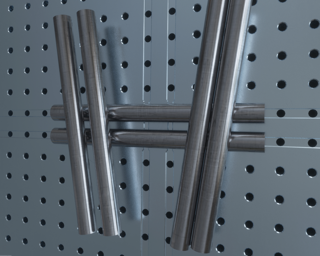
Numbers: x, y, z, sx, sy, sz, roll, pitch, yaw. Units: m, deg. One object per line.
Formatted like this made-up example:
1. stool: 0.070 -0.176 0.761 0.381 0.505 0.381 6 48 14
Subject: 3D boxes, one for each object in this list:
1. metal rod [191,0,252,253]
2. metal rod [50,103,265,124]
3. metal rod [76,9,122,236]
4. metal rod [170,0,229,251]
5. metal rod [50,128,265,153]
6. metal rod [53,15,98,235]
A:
1. metal rod: 0.071 -0.004 0.362 0.025 0.025 0.298 10 93 20
2. metal rod: -0.017 -0.020 0.420 0.301 0.025 0.025 1 91 20
3. metal rod: -0.082 -0.009 0.416 0.025 0.025 0.299 -8 87 20
4. metal rod: 0.047 -0.003 0.371 0.025 0.025 0.298 10 93 20
5. metal rod: -0.016 0.014 0.419 0.301 0.025 0.025 1 91 20
6. metal rod: -0.117 -0.006 0.429 0.025 0.025 0.299 -9 87 20
